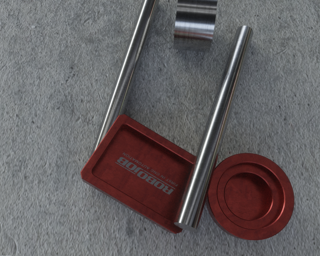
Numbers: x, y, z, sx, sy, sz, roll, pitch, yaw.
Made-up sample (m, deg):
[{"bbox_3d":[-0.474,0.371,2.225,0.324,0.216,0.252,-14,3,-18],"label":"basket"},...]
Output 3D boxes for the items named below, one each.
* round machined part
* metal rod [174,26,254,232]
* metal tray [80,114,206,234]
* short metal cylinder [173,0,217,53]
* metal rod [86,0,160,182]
[{"bbox_3d":[0.103,0.082,0.370,0.099,0.042,0.098,0,70,0],"label":"round machined part"},{"bbox_3d":[0.077,-0.020,0.392,0.025,0.025,0.300,19,62,6],"label":"metal rod"},{"bbox_3d":[-0.015,0.054,0.370,0.130,0.030,0.090,31,70,-1],"label":"metal tray"},{"bbox_3d":[0.048,-0.149,0.434,0.050,0.080,0.080,6,70,2],"label":"short metal cylinder"},{"bbox_3d":[-0.047,-0.070,0.433,0.025,0.025,0.299,13,70,5],"label":"metal rod"}]
